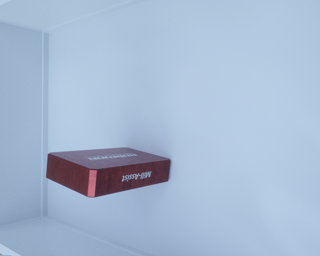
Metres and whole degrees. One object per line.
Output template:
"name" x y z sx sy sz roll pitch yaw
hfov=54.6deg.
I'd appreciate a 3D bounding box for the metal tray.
"metal tray" -0.061 0.050 0.390 0.090 0.131 0.030 11 97 39
